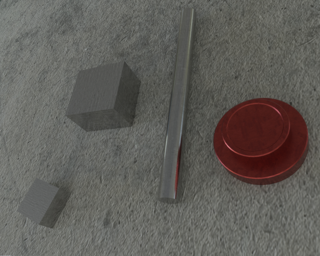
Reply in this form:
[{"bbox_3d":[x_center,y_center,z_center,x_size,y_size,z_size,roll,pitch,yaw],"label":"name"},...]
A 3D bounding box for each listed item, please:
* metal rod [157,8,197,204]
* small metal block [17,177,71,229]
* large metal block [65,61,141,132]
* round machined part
[{"bbox_3d":[0.027,-0.049,0.418,0.025,0.025,0.299,-6,59,24],"label":"metal rod"},{"bbox_3d":[-0.158,0.102,0.422,0.050,0.025,0.050,14,69,33],"label":"small metal block"},{"bbox_3d":[-0.081,-0.045,0.456,0.080,0.050,0.080,-6,59,24],"label":"large metal block"},{"bbox_3d":[0.105,0.008,0.333,0.098,0.042,0.098,-13,56,20],"label":"round machined part"}]
